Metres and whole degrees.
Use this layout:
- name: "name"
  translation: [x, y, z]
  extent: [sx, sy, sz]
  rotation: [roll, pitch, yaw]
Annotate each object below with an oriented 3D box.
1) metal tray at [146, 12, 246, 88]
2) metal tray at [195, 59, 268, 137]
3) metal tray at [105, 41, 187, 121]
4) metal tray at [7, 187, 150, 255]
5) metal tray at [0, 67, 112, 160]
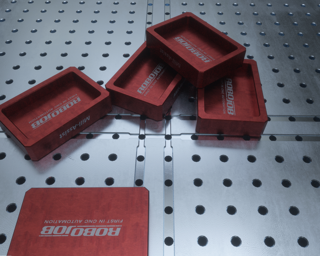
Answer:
- name: "metal tray"
  translation: [0.051, -0.122, 0.467]
  extent: [0.091, 0.030, 0.130]
  rotation: [-30, 56, -23]
- name: "metal tray"
  translation: [0.098, -0.049, 0.446]
  extent: [0.091, 0.030, 0.130]
  rotation: [4, 50, 2]
- name: "metal tray"
  translation: [-0.010, -0.077, 0.468]
  extent: [0.090, 0.030, 0.130]
  rotation: [21, 53, 16]
- name: "metal tray"
  translation: [-0.076, 0.107, 0.314]
  extent: [0.131, 0.030, 0.090]
  rotation: [0, 50, -1]
- name: "metal tray"
  translation: [-0.143, -0.025, 0.423]
  extent: [0.090, 0.030, 0.131]
  rotation: [37, 59, 26]
